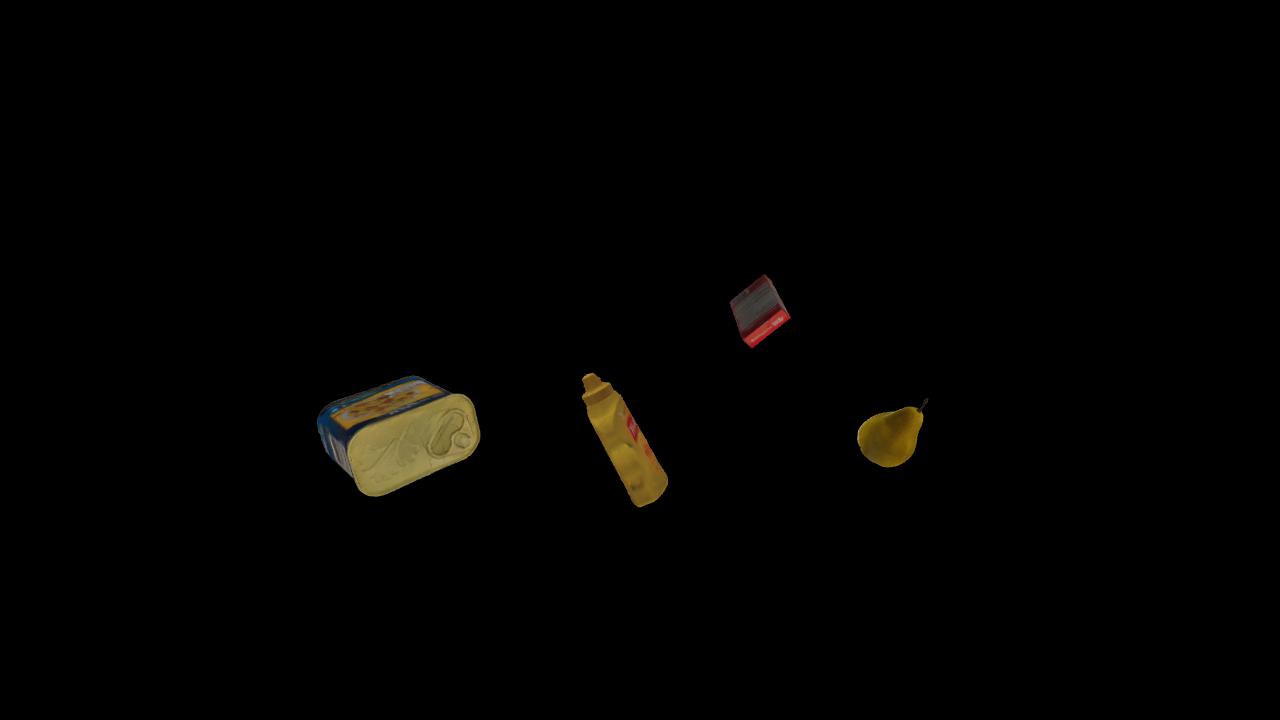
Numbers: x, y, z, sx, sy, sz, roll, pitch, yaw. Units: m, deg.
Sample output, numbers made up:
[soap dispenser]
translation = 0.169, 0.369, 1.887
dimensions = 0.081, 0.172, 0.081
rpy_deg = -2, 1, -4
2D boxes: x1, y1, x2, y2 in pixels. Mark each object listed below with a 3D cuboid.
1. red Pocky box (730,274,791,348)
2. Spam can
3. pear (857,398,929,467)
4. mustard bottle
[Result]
[red Pocky box]
translation = 0.201, -0.085, 1.046
dimensions = 0.083, 0.028, 0.155
rpy_deg = -38, 23, 19
[Spam can]
translation = -0.196, 0.056, 0.496
dimensions = 0.101, 0.058, 0.085
rpy_deg = -22, 26, -38
[pear]
translation = 0.346, 0.095, 0.823
dimensions = 0.080, 0.080, 0.111
rpy_deg = 0, -36, -23
[mustard bottle]
translation = -0.027, 0.099, 0.822
dimensions = 0.054, 0.184, 0.092
rpy_deg = -26, 8, 18
